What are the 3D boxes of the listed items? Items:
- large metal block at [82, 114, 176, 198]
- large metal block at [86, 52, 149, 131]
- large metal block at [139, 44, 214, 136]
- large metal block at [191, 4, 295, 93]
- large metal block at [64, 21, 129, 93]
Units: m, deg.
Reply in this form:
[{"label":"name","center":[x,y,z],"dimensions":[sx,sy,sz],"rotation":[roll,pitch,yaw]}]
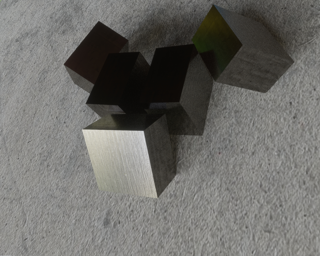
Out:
[{"label":"large metal block","center":[-0.034,0.029,0.360],"dimensions":[0.080,0.079,0.050],"rotation":[1,23,28]},{"label":"large metal block","center":[-0.042,-0.044,0.418],"dimensions":[0.050,0.080,0.080],"rotation":[5,64,30]},{"label":"large metal block","center":[0.024,-0.044,0.383],"dimensions":[0.050,0.080,0.080],"rotation":[1,62,28]},{"label":"large metal block","center":[0.096,-0.092,0.368],"dimensions":[0.050,0.081,0.080],"rotation":[-56,40,38]},{"label":"large metal block","center":[-0.091,-0.097,0.464],"dimensions":[0.050,0.080,0.080],"rotation":[34,78,1]}]
